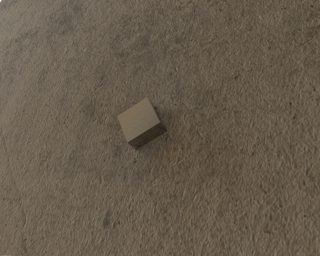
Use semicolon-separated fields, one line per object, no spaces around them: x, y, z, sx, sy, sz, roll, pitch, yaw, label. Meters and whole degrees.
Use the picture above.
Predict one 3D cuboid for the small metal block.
-0.024;-0.006;0.421;0.050;0.025;0.050;-32;52;7;small metal block
